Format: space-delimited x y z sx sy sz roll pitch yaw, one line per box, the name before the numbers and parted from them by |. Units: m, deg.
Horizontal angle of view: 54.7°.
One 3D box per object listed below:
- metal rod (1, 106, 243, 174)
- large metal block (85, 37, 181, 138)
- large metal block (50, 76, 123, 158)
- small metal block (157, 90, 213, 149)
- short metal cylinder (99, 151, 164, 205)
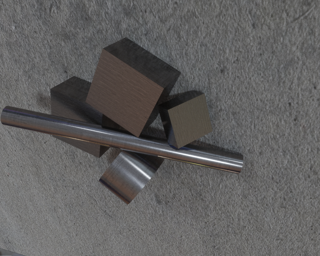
metal rod | -0.048 0.015 0.389 0.302 0.025 0.025 12 125 2
large metal block | -0.034 -0.049 0.376 0.080 0.050 0.079 34 129 5
large metal block | -0.103 -0.016 0.436 0.080 0.050 0.079 23 127 14
small metal block | 0.030 -0.011 0.366 0.025 0.050 0.050 29 140 58
short metal cylinder | -0.039 0.058 0.429 0.050 0.080 0.080 39 129 1
